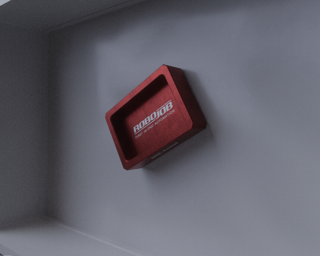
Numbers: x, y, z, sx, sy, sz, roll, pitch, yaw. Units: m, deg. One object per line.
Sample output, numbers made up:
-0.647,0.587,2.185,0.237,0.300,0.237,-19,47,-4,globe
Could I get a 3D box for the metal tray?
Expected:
-0.011,-0.010,0.410,0.130,0.030,0.090,-35,69,34,metal tray
